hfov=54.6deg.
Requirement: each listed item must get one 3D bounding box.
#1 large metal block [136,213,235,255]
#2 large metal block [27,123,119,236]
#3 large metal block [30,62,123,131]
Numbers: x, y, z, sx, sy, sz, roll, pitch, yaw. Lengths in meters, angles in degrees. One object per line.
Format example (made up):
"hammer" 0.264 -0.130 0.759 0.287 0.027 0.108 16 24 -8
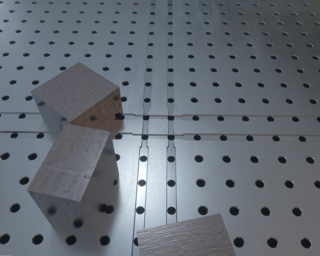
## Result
"large metal block" 0.026 0.133 0.280 0.081 0.050 0.080 -9 51 -8
"large metal block" -0.084 0.055 0.326 0.050 0.080 0.080 10 51 8
"large metal block" -0.110 -0.034 0.420 0.080 0.050 0.080 33 58 25
